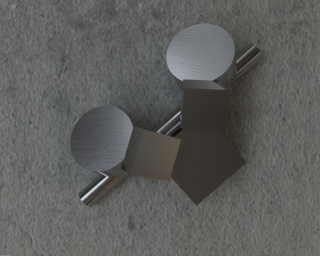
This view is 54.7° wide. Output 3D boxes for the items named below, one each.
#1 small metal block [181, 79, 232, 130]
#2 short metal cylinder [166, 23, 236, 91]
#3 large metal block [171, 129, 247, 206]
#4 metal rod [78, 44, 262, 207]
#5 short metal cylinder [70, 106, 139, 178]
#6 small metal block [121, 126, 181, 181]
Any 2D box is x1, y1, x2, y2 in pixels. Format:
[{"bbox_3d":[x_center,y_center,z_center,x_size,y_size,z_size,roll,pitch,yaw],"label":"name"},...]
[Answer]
[{"bbox_3d":[0.050,-0.026,0.349,0.050,0.025,0.050,2,121,-1],"label":"small metal block"},{"bbox_3d":[0.053,-0.081,0.384,0.080,0.050,0.080,-5,71,14],"label":"short metal cylinder"},{"bbox_3d":[0.048,0.037,0.398,0.080,0.050,0.080,-41,91,0],"label":"large metal block"},{"bbox_3d":[0.014,-0.003,0.411,0.300,0.025,0.025,-41,91,-1],"label":"metal rod"},{"bbox_3d":[-0.062,0.018,0.384,0.080,0.050,0.080,-5,71,14],"label":"short metal cylinder"},{"bbox_3d":[-0.010,0.029,0.349,0.050,0.025,0.050,16,90,-33],"label":"small metal block"}]
